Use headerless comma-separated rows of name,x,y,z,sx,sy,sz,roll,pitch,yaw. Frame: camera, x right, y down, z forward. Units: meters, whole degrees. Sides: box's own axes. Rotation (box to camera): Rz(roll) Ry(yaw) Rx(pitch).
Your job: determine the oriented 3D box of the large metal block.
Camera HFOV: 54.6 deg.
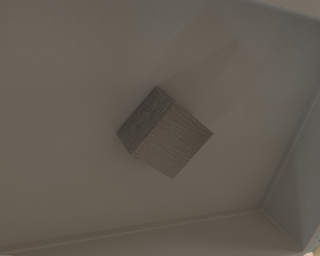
large metal block,0.007,0.007,0.396,0.080,0.050,0.080,-49,129,6
